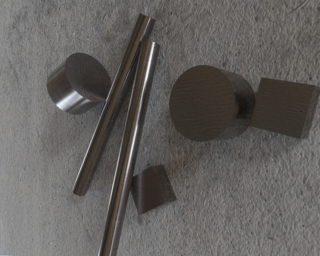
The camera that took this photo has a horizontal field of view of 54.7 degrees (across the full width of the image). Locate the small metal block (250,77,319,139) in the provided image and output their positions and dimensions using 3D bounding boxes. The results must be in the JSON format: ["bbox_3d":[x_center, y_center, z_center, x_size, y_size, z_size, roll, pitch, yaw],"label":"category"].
[{"bbox_3d":[0.122,-0.020,0.304,0.050,0.025,0.050,18,101,38],"label":"small metal block"}]

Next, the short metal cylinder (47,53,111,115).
[{"bbox_3d":[-0.121,-0.066,0.469,0.050,0.081,0.080,-27,73,37],"label":"short metal cylinder"}]

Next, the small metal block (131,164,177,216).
[{"bbox_3d":[-0.012,0.083,0.415,0.050,0.025,0.050,-35,69,34],"label":"small metal block"}]

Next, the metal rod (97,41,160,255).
[{"bbox_3d":[-0.042,0.033,0.413,0.025,0.025,0.298,11,89,39],"label":"metal rod"}]

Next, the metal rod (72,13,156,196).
[{"bbox_3d":[-0.076,-0.023,0.467,0.025,0.025,0.298,38,113,33],"label":"metal rod"}]

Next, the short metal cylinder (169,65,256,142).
[{"bbox_3d":[0.057,-0.026,0.341,0.080,0.050,0.079,0,90,40],"label":"short metal cylinder"}]
